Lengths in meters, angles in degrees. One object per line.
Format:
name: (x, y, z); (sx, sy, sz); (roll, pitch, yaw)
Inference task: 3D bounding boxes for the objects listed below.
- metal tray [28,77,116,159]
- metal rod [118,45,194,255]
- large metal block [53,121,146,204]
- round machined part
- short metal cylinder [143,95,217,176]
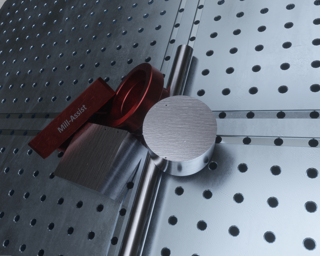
metal tray: (-0.123, -0.018, 0.449); (0.130, 0.030, 0.090); (-44, 13, -2)
metal rod: (0.001, 0.016, 0.398); (0.025, 0.025, 0.300); (1, 62, 29)
large metal block: (-0.078, 0.043, 0.407); (0.080, 0.050, 0.080); (11, 67, 32)
round machined part: (-0.026, -0.035, 0.416); (0.098, 0.042, 0.098); (-37, 36, 34)
short metal cylinder: (0.023, 0.010, 0.357); (0.080, 0.050, 0.080); (-2, 64, 4)
